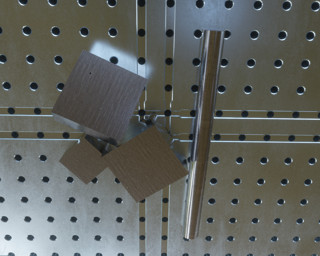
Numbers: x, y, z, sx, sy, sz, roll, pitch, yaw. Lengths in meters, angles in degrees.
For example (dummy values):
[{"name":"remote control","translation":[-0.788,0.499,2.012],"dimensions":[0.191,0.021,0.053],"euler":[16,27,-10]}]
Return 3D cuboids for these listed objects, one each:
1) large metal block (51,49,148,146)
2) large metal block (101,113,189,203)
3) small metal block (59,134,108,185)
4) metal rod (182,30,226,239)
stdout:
[{"name":"large metal block","translation":[-0.071,-0.033,0.368],"dimensions":[0.080,0.050,0.080],"euler":[24,75,-9]},{"name":"large metal block","translation":[-0.019,0.039,0.414],"dimensions":[0.080,0.050,0.080],"euler":[-31,108,10]},{"name":"small metal block","translation":[-0.100,0.042,0.427],"dimensions":[0.050,0.025,0.050],"euler":[-41,106,13]},{"name":"metal rod","translation":[0.056,0.023,0.422],"dimensions":[0.025,0.025,0.298],"euler":[3,110,-2]}]
